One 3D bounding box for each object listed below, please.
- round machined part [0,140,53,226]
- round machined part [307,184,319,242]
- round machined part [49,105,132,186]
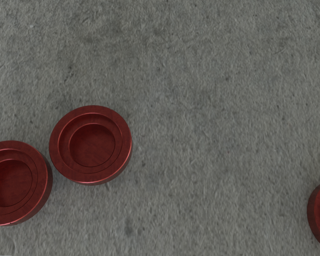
[{"bbox_3d":[-0.178,0.067,0.372,0.099,0.042,0.098,0,70,-1],"label":"round machined part"},{"bbox_3d":[0.232,0.104,0.364,0.099,0.042,0.098,0,70,-1],"label":"round machined part"},{"bbox_3d":[-0.083,0.024,0.389,0.099,0.042,0.098,0,70,-1],"label":"round machined part"}]
